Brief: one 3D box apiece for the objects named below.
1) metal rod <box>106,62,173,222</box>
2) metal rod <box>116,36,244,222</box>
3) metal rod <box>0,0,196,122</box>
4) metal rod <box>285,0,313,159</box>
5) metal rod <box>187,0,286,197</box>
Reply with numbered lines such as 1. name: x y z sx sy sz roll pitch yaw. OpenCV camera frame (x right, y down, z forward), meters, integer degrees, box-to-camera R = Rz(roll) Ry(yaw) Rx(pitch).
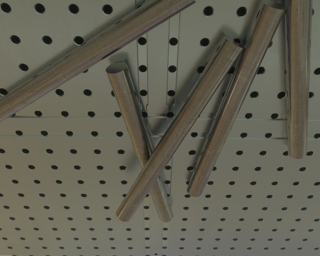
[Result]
1. metal rod: -0.019 0.043 0.447 0.025 0.025 0.299 -9 130 7
2. metal rod: 0.012 0.020 0.404 0.025 0.025 0.298 21 120 -17
3. metal rod: -0.098 -0.071 0.349 0.300 0.025 0.025 -26 126 20
4. metal rod: 0.155 -0.074 0.349 0.025 0.025 0.299 -12 129 10
5. metal rod: 0.084 -0.011 0.402 0.025 0.025 0.298 9 130 -7
